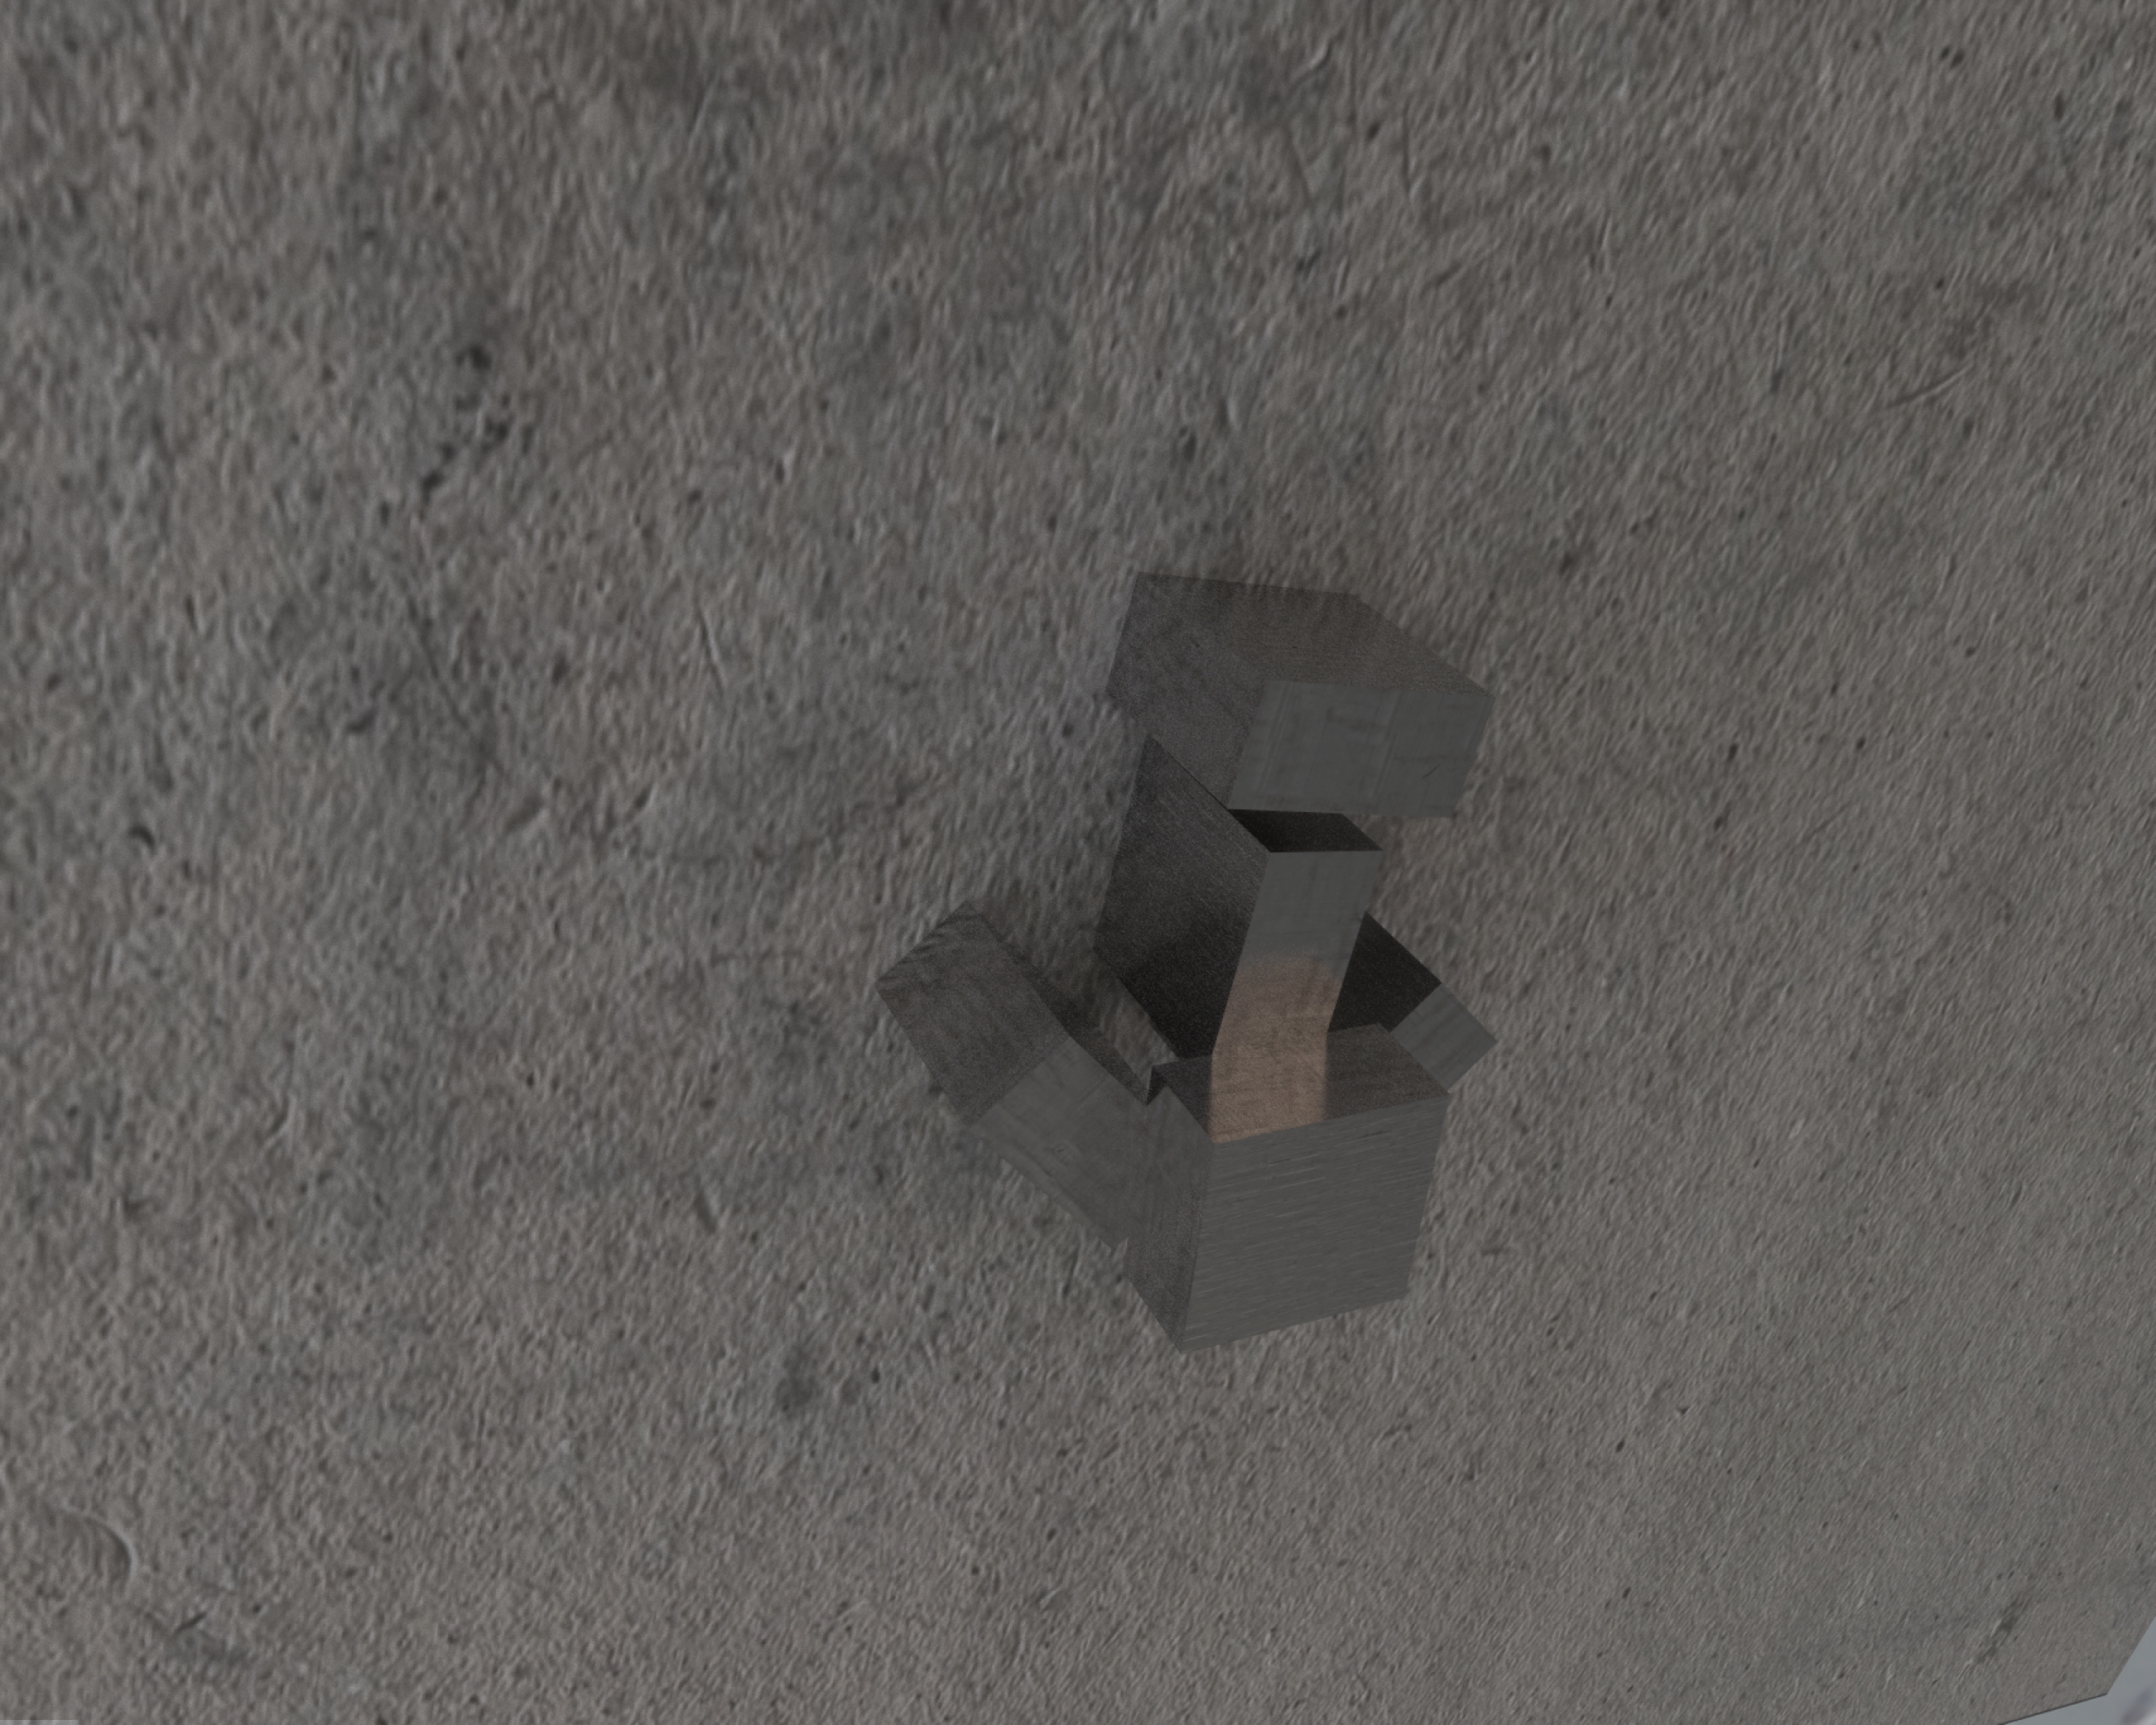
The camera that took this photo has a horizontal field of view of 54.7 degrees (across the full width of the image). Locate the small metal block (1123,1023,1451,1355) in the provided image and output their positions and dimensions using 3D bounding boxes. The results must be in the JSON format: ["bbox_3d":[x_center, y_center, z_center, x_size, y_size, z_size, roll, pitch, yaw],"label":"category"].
[{"bbox_3d":[0.039,0.062,0.402,0.050,0.025,0.050,-8,122,-24],"label":"small metal block"}]

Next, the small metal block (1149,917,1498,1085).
[{"bbox_3d":[0.051,0.036,0.440,0.050,0.050,0.025,-45,129,3],"label":"small metal block"}]

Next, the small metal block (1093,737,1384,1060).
[{"bbox_3d":[0.030,0.008,0.412,0.025,0.050,0.050,-1,119,-28],"label":"small metal block"}]

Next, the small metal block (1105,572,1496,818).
[{"bbox_3d":[0.041,-0.032,0.393,0.050,0.050,0.025,2,118,-29],"label":"small metal block"}]

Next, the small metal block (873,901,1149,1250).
[{"bbox_3d":[-0.008,0.042,0.412,0.025,0.050,0.050,-43,130,1],"label":"small metal block"}]
